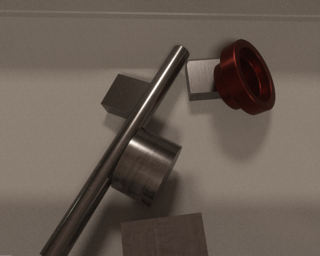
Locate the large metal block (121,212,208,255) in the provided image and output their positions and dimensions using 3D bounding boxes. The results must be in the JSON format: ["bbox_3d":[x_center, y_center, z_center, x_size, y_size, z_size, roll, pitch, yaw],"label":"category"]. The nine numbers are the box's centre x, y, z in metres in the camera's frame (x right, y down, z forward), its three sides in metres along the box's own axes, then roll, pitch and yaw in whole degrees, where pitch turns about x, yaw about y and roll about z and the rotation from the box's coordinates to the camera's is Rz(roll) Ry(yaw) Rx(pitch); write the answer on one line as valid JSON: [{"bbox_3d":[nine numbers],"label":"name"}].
[{"bbox_3d":[0.004,0.125,0.335,0.081,0.080,0.050,-6,70,-3],"label":"large metal block"}]

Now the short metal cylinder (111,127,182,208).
[{"bbox_3d":[-0.015,0.046,0.364,0.050,0.080,0.080,27,72,8],"label":"short metal cylinder"}]

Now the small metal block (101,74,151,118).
[{"bbox_3d":[-0.043,-0.040,0.418,0.050,0.025,0.050,19,70,21],"label":"small metal block"}]

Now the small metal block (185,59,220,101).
[{"bbox_3d":[0.064,-0.067,0.435,0.050,0.025,0.050,-5,70,-2],"label":"small metal block"}]

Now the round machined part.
[{"bbox_3d":[0.107,-0.062,0.407,0.099,0.042,0.098,22,57,-39],"label":"round machined part"}]

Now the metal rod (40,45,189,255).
[{"bbox_3d":[-0.040,0.013,0.370,0.025,0.025,0.300,26,66,9],"label":"metal rod"}]
